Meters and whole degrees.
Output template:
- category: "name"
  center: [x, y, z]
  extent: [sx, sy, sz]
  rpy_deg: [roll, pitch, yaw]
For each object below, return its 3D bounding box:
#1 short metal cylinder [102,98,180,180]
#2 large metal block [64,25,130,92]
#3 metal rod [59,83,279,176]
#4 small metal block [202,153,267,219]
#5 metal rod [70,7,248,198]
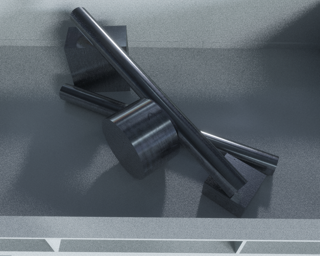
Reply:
- category: "short metal cylinder"
  center: [-0.023, 0.012, 0.356]
  extent: [0.050, 0.080, 0.080]
  rpy_deg: [-33, 58, -25]
- category: "large metal block"
  center: [-0.086, -0.099, 0.450]
  extent: [0.081, 0.080, 0.050]
  rpy_deg: [-3, 50, -3]
- category: "metal rod"
  center: [0.000, -0.004, 0.406]
  extent: [0.301, 0.025, 0.025]
  rpy_deg: [20, 53, 15]
- category: "small metal block"
  center: [0.083, 0.064, 0.351]
  extent: [0.050, 0.025, 0.050]
  rpy_deg: [31, 56, 23]
- category: "metal rod"
  center: [-0.014, -0.043, 0.364]
  extent: [0.025, 0.025, 0.300]
  rpy_deg: [-33, 70, -25]
